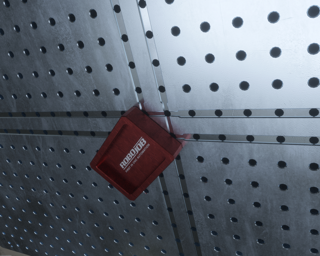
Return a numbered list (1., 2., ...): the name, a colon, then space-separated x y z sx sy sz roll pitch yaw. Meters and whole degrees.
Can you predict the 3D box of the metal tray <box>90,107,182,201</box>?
1. metal tray: -0.039 0.042 0.455 0.090 0.030 0.129 40 129 1
